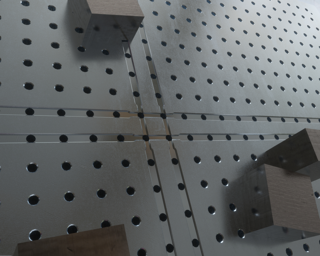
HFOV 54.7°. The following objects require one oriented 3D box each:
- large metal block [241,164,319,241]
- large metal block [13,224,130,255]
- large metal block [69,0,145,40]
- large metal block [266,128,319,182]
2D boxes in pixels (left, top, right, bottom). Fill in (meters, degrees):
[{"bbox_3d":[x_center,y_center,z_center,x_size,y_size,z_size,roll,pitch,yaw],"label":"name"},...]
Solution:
[{"bbox_3d":[0.162,0.102,0.419,0.081,0.050,0.080,16,55,-20],"label":"large metal block"},{"bbox_3d":[-0.076,0.121,0.259,0.081,0.080,0.050,-1,63,-29],"label":"large metal block"},{"bbox_3d":[-0.081,-0.179,0.459,0.081,0.050,0.080,-10,67,-33],"label":"large metal block"},{"bbox_3d":[0.227,0.044,0.471,0.081,0.080,0.050,6,59,-26],"label":"large metal block"}]
